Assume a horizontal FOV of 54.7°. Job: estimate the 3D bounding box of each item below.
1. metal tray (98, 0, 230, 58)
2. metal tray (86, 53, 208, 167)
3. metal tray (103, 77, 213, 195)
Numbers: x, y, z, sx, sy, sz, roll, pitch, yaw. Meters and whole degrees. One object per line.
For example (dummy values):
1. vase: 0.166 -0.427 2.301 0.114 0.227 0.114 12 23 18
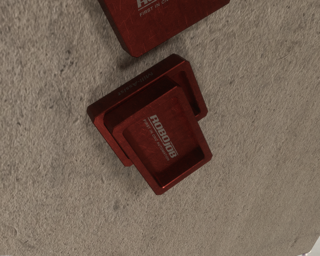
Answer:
1. metal tray: 0.004 -0.144 0.318 0.131 0.030 0.090 -33 129 -7
2. metal tray: -0.011 -0.021 0.385 0.130 0.030 0.090 -33 129 -7
3. metal tray: 0.003 0.014 0.376 0.090 0.030 0.130 -34 129 -6
